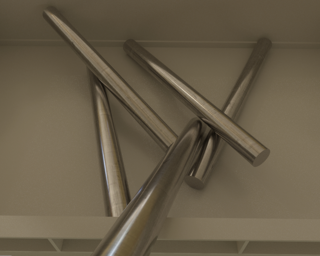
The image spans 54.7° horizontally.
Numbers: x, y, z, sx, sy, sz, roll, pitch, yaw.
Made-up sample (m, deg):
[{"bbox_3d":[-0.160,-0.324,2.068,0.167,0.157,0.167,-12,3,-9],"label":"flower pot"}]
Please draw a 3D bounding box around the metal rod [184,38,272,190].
[{"bbox_3d":[0.108,-0.040,0.438,0.025,0.025,0.301,22,53,17],"label":"metal rod"}]

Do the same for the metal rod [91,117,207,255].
[{"bbox_3d":[0.012,0.034,0.270,0.025,0.025,0.301,14,17,11],"label":"metal rod"}]

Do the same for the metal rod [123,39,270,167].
[{"bbox_3d":[0.029,-0.053,0.427,0.025,0.025,0.300,-26,48,-20],"label":"metal rod"}]

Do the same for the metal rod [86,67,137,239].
[{"bbox_3d":[-0.067,-0.006,0.372,0.025,0.025,0.300,-11,40,-9],"label":"metal rod"}]

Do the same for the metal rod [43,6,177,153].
[{"bbox_3d":[-0.078,-0.078,0.426,0.025,0.025,0.300,-32,64,-24],"label":"metal rod"}]
